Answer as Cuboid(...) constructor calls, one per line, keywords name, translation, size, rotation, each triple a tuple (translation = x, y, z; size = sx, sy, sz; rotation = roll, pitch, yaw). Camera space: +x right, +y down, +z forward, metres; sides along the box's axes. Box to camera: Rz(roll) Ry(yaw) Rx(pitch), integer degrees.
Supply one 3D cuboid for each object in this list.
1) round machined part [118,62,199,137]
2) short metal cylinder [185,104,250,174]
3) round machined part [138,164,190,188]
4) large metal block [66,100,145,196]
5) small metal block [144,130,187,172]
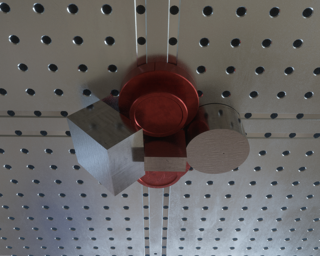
Cuboid(name="round machined part", translation=(-0.002, -0.027, 0.377), size=(0.099, 0.042, 0.097), rotation=(0, 130, 0))
Cuboid(name="short metal cylinder", translation=(0.072, 0.015, 0.407), size=(0.081, 0.050, 0.079), rotation=(0, 130, 0))
Cuboid(name="round machined part", translation=(-0.003, 0.049, 0.442), size=(0.099, 0.042, 0.097), rotation=(0, 130, 0))
Cuboid(name="large metal block", translation=(-0.066, 0.024, 0.387), size=(0.050, 0.080, 0.079), rotation=(-33, 140, -32))
Cuboid(name="small metal block", translation=(0.006, 0.027, 0.390), size=(0.050, 0.050, 0.025), rotation=(1, 130, -1))
